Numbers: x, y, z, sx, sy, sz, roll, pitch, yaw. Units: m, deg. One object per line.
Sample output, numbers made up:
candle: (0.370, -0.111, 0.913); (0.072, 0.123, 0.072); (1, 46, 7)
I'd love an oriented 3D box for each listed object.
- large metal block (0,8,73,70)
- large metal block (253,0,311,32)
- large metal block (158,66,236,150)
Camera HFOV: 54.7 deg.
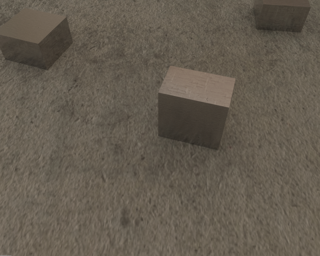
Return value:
large metal block: (-0.204, -0.148, 0.508); (0.080, 0.050, 0.080); (16, 52, 12)
large metal block: (0.224, -0.226, 0.580); (0.080, 0.050, 0.080); (5, 50, 4)
large metal block: (0.044, -0.024, 0.388); (0.080, 0.080, 0.050); (13, 51, 10)
